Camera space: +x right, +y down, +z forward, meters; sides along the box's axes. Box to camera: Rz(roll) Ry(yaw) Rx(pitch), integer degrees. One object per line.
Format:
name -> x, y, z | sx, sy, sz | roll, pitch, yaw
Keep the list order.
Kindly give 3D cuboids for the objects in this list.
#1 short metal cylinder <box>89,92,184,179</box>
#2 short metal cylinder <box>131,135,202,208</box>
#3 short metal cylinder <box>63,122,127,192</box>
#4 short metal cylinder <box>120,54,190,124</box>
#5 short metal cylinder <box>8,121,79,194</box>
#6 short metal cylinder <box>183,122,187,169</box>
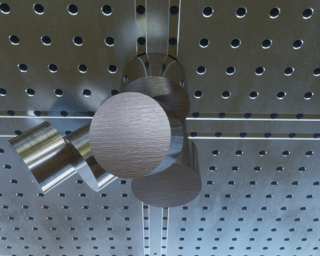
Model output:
short metal cylinder -> -0.022, 0.008, 0.307 | 0.080, 0.080, 0.050 | -19, 171, 15
short metal cylinder -> 0.007, 0.051, 0.370 | 0.081, 0.050, 0.079 | 0, 130, 0
short metal cylinder -> -0.080, 0.033, 0.394 | 0.050, 0.080, 0.080 | -34, 136, -27
short metal cylinder -> -0.007, -0.039, 0.361 | 0.081, 0.050, 0.079 | 0, 130, 0
short metal cylinder -> -0.149, 0.037, 0.397 | 0.050, 0.080, 0.080 | -35, 136, -27
short metal cylinder -> -0.002, 0.022, 0.413 | 0.081, 0.050, 0.079 | 0, 130, 0
